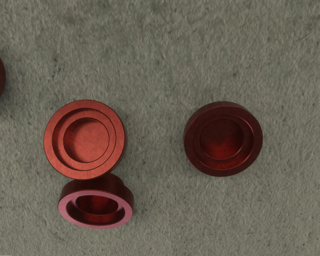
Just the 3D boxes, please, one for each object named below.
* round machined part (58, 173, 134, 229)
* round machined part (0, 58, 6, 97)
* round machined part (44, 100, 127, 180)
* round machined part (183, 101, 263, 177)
[{"bbox_3d":[-0.084,0.095,0.422,0.099,0.042,0.097,0,134,0],"label":"round machined part"},{"bbox_3d":[-0.235,-0.068,0.372,0.099,0.042,0.097,0,110,-1],"label":"round machined part"},{"bbox_3d":[-0.090,0.016,0.391,0.099,0.042,0.097,0,80,1],"label":"round machined part"},{"bbox_3d":[0.080,0.011,0.406,0.099,0.042,0.097,0,110,-1],"label":"round machined part"}]
